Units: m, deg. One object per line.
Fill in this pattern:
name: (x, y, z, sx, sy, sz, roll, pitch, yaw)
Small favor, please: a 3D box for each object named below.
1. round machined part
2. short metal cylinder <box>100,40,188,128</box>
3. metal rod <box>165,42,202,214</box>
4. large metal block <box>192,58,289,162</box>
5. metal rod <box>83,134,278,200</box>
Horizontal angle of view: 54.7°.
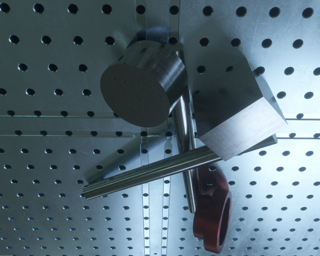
round machined part: (0.082, 0.144, 0.492, 0.042, 0.098, 0.097, 8, 134, 22)
short metal cylinder: (-0.017, -0.047, 0.336, 0.080, 0.050, 0.080, 17, 137, 17)
metal rod: (0.037, 0.024, 0.432, 0.025, 0.025, 0.298, -7, 130, 6)
large metal block: (0.087, -0.022, 0.358, 0.080, 0.080, 0.050, -35, 122, 26)
metal rod: (0.009, 0.055, 0.430, 0.300, 0.025, 0.025, -22, 128, 28)
